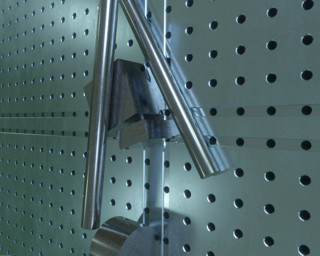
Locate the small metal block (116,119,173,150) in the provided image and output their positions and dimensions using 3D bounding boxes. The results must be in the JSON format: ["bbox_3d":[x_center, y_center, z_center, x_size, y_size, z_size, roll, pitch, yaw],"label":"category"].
[{"bbox_3d":[-0.020,0.009,0.408,0.050,0.050,0.025,-23,76,37],"label":"small metal block"}]

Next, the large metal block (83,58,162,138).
[{"bbox_3d":[-0.054,-0.039,0.436,0.080,0.050,0.080,-30,72,35],"label":"large metal block"}]

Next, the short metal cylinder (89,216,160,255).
[{"bbox_3d":[-0.045,0.163,0.409,0.050,0.081,0.079,5,93,39],"label":"short metal cylinder"}]

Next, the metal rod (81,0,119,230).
[{"bbox_3d":[-0.080,-0.015,0.407,0.025,0.025,0.298,10,96,39],"label":"metal rod"}]

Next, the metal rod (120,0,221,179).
[{"bbox_3d":[0.002,-0.075,0.406,0.025,0.025,0.299,-37,68,34],"label":"metal rod"}]
